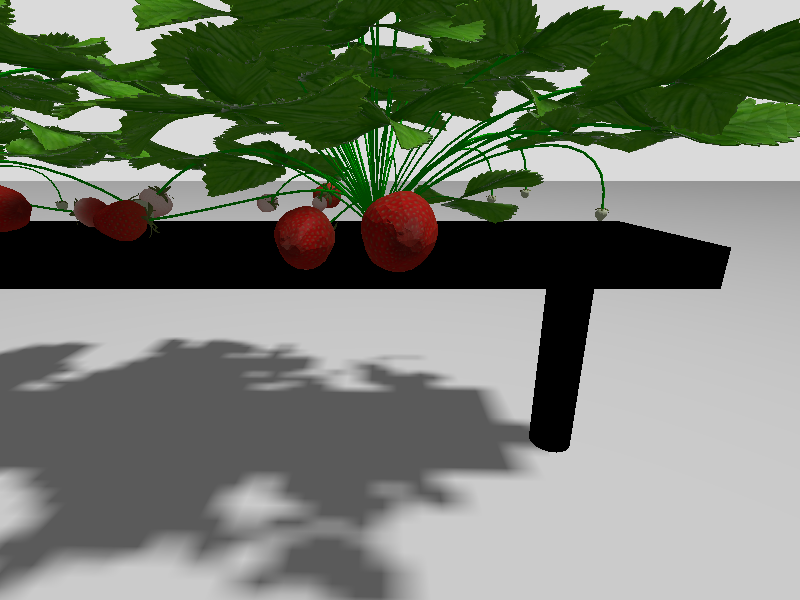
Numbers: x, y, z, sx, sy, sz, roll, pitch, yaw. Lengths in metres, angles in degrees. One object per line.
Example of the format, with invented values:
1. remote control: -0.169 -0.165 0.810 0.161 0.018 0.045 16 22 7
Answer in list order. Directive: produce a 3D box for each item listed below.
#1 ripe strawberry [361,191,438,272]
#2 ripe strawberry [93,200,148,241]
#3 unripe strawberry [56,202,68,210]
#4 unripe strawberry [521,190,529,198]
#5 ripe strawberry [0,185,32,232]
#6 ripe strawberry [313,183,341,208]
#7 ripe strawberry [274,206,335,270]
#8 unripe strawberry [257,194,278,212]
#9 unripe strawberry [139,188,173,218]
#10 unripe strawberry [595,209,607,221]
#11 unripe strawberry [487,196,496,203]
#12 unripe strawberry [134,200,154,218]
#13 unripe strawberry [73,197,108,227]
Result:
1. ripe strawberry: 0.000 -0.033 0.199 0.039 0.041 0.042 -2 19 -7
2. ripe strawberry: -0.196 -0.056 0.282 0.032 0.028 0.032 -7 19 -19
3. unripe strawberry: -0.401 -0.111 0.475 0.011 0.011 0.011 9 20 26
4. unripe strawberry: 0.155 -0.131 0.495 0.010 0.010 0.011 -16 24 -40
5. ripe strawberry: -0.319 -0.073 0.318 0.045 0.038 0.044 3 18 9
6. ripe strawberry: -0.095 -0.135 0.521 0.037 0.032 0.037 -7 6 -21
7. ripe strawberry: -0.051 -0.031 0.205 0.031 0.033 0.034 4 19 11
8. unripe strawberry: -0.159 -0.116 0.478 0.024 0.021 0.024 -17 20 -42
9. unripe strawberry: -0.265 -0.103 0.432 0.033 0.032 0.030 -44 -2 27
10. unripe strawberry: 0.192 -0.081 0.382 0.010 0.011 0.011 -3 18 -10
11. unripe strawberry: 0.113 -0.123 0.495 0.010 0.011 0.011 15 23 38
12. unripe strawberry: -0.242 -0.081 0.374 0.022 0.022 0.024 31 11 -16
13. unripe strawberry: -0.268 -0.077 0.352 0.026 0.026 0.029 0 18 -3
